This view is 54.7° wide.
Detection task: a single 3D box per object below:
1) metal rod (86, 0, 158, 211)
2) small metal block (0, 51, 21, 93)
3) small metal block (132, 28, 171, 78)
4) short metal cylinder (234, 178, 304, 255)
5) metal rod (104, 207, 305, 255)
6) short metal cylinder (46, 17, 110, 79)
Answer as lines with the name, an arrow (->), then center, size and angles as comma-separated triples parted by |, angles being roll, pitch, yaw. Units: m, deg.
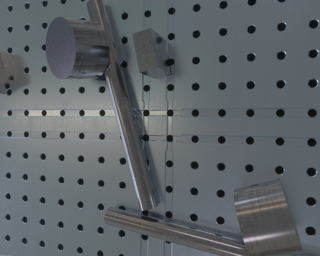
metal rod -> -0.054, -0.036, 0.431 | 0.025, 0.025, 0.299 | -17, 84, 19
small metal block -> -0.263, -0.090, 0.505 | 0.050, 0.025, 0.050 | -22, 83, 18
small metal block -> -0.010, -0.095, 0.403 | 0.025, 0.050, 0.050 | -12, 86, 20
short metal cylinder -> 0.119, 0.101, 0.341 | 0.050, 0.080, 0.080 | -18, 84, 19
metal rod -> 0.068, 0.145, 0.388 | 0.301, 0.025, 0.025 | 9, 93, 19
short metal cylinder -> -0.114, -0.107, 0.423 | 0.080, 0.050, 0.079 | 10, 104, 44
